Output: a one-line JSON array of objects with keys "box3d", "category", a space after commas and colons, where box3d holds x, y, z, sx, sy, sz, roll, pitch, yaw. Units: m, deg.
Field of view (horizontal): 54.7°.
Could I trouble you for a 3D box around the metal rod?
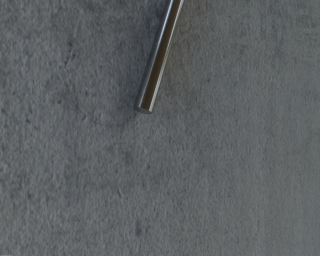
[{"box3d": [0.018, -0.162, 0.421, 0.025, 0.025, 0.299, 26, 74, -38], "category": "metal rod"}]
